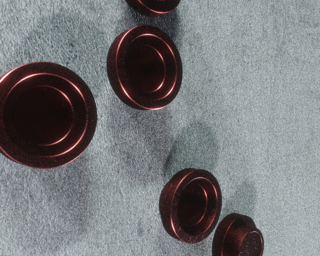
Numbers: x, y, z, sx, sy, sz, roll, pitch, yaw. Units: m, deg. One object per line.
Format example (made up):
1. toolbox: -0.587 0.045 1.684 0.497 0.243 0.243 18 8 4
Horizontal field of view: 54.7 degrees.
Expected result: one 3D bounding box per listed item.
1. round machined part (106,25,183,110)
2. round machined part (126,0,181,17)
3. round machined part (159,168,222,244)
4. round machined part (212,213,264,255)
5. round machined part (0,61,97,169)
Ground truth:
1. round machined part: -0.022 -0.070 0.375 0.099 0.042 0.097 0 90 -40
2. round machined part: -0.005 -0.195 0.389 0.099 0.042 0.097 0 90 -40
3. round machined part: 0.037 0.104 0.425 0.099 0.042 0.097 0 90 -40
4. round machined part: 0.133 0.192 0.505 0.099 0.042 0.097 0 90 -40
5. round machined part: -0.114 -0.012 0.298 0.099 0.042 0.097 0 90 -40
